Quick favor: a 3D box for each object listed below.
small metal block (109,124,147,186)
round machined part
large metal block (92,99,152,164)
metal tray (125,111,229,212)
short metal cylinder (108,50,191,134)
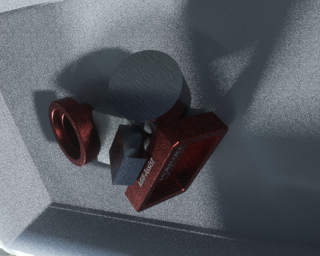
[{"bbox_3d":[-0.039,0.032,0.363,0.025,0.050,0.050,8,132,-23],"label":"small metal block"},{"bbox_3d":[-0.114,0.002,0.440,0.098,0.042,0.097,30,133,39],"label":"round machined part"},{"bbox_3d":[-0.039,0.009,0.415,0.080,0.050,0.079,14,124,20],"label":"large metal block"},{"bbox_3d":[0.018,0.043,0.379,0.030,0.091,0.129,50,134,28],"label":"metal tray"},{"bbox_3d":[-0.010,-0.038,0.343,0.080,0.080,0.050,15,169,19],"label":"short metal cylinder"}]
